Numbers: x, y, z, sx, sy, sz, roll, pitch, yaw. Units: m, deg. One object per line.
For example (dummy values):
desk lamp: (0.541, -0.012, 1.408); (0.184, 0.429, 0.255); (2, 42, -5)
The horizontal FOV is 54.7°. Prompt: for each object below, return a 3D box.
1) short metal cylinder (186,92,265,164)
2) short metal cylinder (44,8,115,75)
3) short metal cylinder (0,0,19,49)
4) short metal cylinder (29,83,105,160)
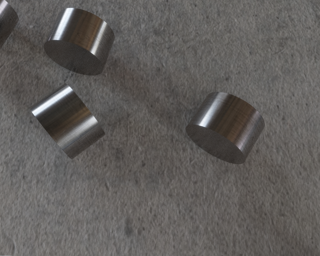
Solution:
short metal cylinder: (0.079, 0.001, 0.380); (0.080, 0.080, 0.050); (31, 73, 10)
short metal cylinder: (-0.108, -0.114, 0.419); (0.080, 0.080, 0.050); (14, 71, 5)
short metal cylinder: (-0.249, -0.154, 0.432); (0.080, 0.080, 0.050); (19, 71, 6)
short metal cylinder: (-0.112, -0.008, 0.381); (0.050, 0.080, 0.080); (-38, 75, -13)
